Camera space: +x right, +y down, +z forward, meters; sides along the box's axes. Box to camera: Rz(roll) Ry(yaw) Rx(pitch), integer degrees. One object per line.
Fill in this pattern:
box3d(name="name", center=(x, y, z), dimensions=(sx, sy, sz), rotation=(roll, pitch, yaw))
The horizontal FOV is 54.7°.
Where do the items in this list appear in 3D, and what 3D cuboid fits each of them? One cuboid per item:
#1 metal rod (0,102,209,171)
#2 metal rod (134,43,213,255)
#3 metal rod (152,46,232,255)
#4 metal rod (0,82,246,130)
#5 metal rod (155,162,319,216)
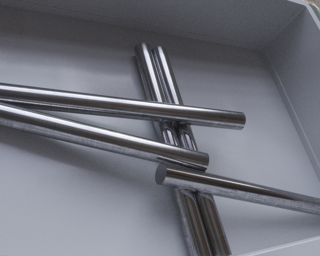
box3d(name="metal rod", center=(-0.088, 0.006, 0.338), dimensions=(0.302, 0.025, 0.025), rotation=(15, 56, -14))
box3d(name="metal rod", center=(0.010, 0.013, 0.401), dimensions=(0.025, 0.025, 0.299), rotation=(-1, 62, -29))
box3d(name="metal rod", center=(0.034, 0.015, 0.412), dimensions=(0.025, 0.025, 0.299), rotation=(-1, 62, -29))
box3d(name="metal rod", center=(-0.034, -0.023, 0.376), dimensions=(0.302, 0.025, 0.025), rotation=(6, 59, -18))
box3d(name="metal rod", center=(0.131, 0.086, 0.402), dimensions=(0.302, 0.025, 0.025), rotation=(16, 55, -26))
